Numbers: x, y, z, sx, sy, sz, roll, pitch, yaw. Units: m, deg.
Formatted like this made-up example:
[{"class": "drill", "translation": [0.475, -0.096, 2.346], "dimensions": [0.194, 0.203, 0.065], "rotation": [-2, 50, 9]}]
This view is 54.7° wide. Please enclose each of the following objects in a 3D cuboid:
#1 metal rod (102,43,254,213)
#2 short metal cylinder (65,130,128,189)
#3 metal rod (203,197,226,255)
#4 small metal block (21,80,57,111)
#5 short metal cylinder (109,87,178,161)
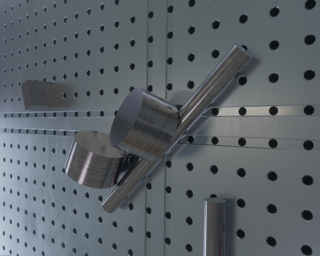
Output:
[{"class": "metal rod", "translation": [0.007, 0.018, 0.403], "dimensions": [0.298, 0.025, 0.025], "rotation": [-50, 61, 28]}, {"class": "short metal cylinder", "translation": [-0.091, 0.044, 0.449], "dimensions": [0.080, 0.081, 0.050], "rotation": [34, 111, 35]}, {"class": "metal rod", "translation": [0.061, 0.232, 0.359], "dimensions": [0.025, 0.025, 0.298], "rotation": [2, 91, 40]}, {"class": "small metal block", "translation": [-0.226, -0.060, 0.580], "dimensions": [0.025, 0.050, 0.050], "rotation": [-24, 75, 38]}, {"class": "short metal cylinder", "translation": [-0.021, -0.005, 0.388], "dimensions": [0.080, 0.050, 0.080], "rotation": [-44, 31, 37]}]
